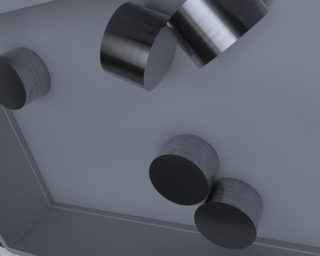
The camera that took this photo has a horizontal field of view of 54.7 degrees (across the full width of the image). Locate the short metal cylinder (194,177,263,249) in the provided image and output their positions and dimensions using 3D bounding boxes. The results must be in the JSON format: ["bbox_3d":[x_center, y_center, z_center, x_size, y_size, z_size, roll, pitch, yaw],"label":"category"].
[{"bbox_3d":[0.092,0.114,0.414,0.080,0.050,0.079,13,124,21],"label":"short metal cylinder"}]

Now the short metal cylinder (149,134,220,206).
[{"bbox_3d":[0.033,0.055,0.409,0.080,0.050,0.079,13,124,21],"label":"short metal cylinder"}]

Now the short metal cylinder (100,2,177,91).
[{"bbox_3d":[-0.020,-0.086,0.330,0.050,0.080,0.079,25,127,13],"label":"short metal cylinder"}]

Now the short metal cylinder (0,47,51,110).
[{"bbox_3d":[-0.211,-0.073,0.459,0.080,0.050,0.079,13,124,21],"label":"short metal cylinder"}]

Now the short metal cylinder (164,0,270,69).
[{"bbox_3d":[0.051,-0.100,0.284,0.050,0.080,0.080,49,129,-7],"label":"short metal cylinder"}]
